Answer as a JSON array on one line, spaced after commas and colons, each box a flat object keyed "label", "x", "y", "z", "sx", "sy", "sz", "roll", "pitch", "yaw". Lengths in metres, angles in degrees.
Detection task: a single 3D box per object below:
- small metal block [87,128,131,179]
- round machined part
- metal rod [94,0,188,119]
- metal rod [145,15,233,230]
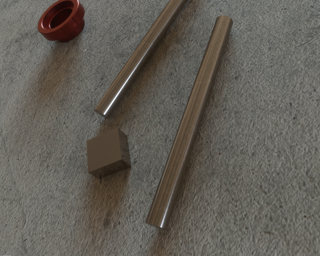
[{"label": "small metal block", "x": -0.070, "y": 0.034, "z": 0.418, "sx": 0.050, "sy": 0.025, "sz": 0.050, "roll": -22, "pitch": 54, "yaw": 14}, {"label": "round machined part", "x": -0.191, "y": -0.211, "z": 0.620, "sx": 0.098, "sy": 0.042, "sz": 0.098, "roll": -13, "pitch": 56, "yaw": 20}, {"label": "metal rod", "x": -0.011, "y": -0.144, "z": 0.496, "sx": 0.025, "sy": 0.025, "sz": 0.300, "roll": 21, "pitch": 73, "yaw": 35}, {"label": "metal rod", "x": 0.044, "y": -0.023, "z": 0.393, "sx": 0.025, "sy": 0.025, "sz": 0.300, "roll": 7, "pitch": 65, "yaw": 31}]
